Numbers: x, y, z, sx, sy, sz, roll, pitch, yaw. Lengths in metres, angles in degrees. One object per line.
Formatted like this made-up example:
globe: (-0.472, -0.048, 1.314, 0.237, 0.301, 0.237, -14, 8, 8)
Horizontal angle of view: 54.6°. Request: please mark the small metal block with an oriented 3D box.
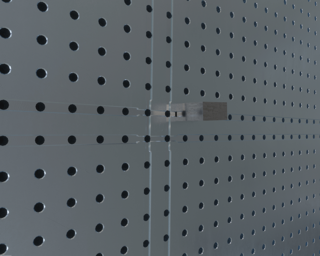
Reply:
small metal block: (0.060, -0.023, 0.442, 0.050, 0.050, 0.025, -3, 92, -40)
